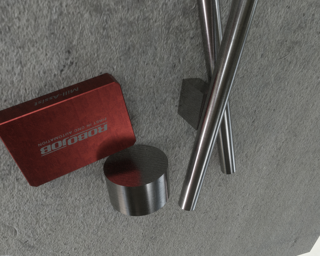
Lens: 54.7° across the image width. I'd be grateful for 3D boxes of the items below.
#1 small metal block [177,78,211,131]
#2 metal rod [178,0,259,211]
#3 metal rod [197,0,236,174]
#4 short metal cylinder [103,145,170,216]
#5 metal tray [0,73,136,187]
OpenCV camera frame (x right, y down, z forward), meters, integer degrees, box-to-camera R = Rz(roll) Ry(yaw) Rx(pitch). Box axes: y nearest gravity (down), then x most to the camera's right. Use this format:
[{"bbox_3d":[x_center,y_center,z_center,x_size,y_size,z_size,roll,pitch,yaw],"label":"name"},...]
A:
[{"bbox_3d":[0.049,-0.032,0.399,0.025,0.050,0.050,-7,122,-25],"label":"small metal block"},{"bbox_3d":[0.064,-0.024,0.363,0.025,0.025,0.298,-3,120,-27],"label":"metal rod"},{"bbox_3d":[0.081,-0.047,0.423,0.025,0.025,0.298,-26,128,-13],"label":"metal rod"},{"bbox_3d":[-0.028,0.065,0.398,0.081,0.080,0.050,-17,126,-19],"label":"short metal cylinder"},{"bbox_3d":[-0.100,0.002,0.351,0.131,0.030,0.089,-23,127,-15],"label":"metal tray"}]
